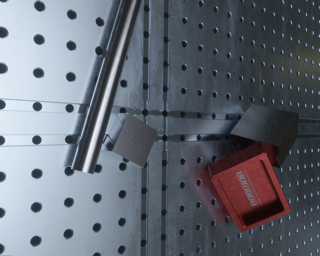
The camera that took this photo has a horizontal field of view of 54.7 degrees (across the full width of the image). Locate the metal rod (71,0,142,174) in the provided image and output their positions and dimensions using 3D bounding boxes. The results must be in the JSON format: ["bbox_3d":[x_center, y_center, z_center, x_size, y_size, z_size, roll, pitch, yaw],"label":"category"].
[{"bbox_3d":[-0.050,-0.095,0.368,0.025,0.025,0.299,23,76,-38],"label":"metal rod"}]

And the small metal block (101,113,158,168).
[{"bbox_3d":[-0.036,0.015,0.381,0.050,0.025,0.050,34,69,-35],"label":"small metal block"}]

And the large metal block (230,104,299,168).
[{"bbox_3d":[0.175,0.011,0.516,0.080,0.080,0.050,-47,136,-30],"label":"large metal block"}]

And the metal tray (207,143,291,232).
[{"bbox_3d":[0.143,0.098,0.493,0.090,0.030,0.130,-27,114,9],"label":"metal tray"}]
